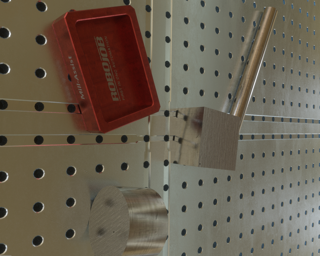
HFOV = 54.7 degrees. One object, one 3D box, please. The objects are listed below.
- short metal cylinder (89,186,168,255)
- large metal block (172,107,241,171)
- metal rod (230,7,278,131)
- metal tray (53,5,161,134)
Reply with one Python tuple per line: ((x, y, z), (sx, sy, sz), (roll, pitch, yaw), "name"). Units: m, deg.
((-0.036, 0.106, 0.343), (0.050, 0.080, 0.080), (13, 82, -39), "short metal cylinder")
((0.068, 0.017, 0.450), (0.081, 0.050, 0.080), (12, 83, -39), "large metal block")
((0.155, -0.086, 0.538), (0.025, 0.025, 0.300), (35, 69, -35), "metal rod")
((-0.056, -0.068, 0.358), (0.091, 0.030, 0.129), (-25, 106, -37), "metal tray")
